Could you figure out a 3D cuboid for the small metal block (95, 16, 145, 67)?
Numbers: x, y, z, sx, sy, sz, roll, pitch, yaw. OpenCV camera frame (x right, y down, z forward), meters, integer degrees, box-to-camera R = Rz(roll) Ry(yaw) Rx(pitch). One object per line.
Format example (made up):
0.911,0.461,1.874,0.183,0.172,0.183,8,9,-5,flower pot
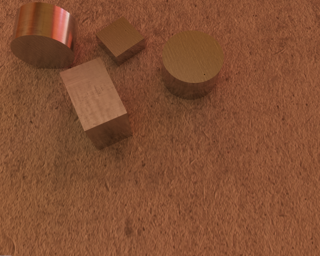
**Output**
-0.058,-0.127,0.454,0.050,0.025,0.050,-38,75,-13,small metal block

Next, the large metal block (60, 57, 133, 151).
-0.076,-0.027,0.388,0.050,0.080,0.080,-24,72,-9,large metal block

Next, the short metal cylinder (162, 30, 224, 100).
0.043,-0.086,0.427,0.081,0.050,0.080,0,70,0,short metal cylinder

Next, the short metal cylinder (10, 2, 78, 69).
-0.156,-0.123,0.422,0.081,0.080,0.050,0,70,0,short metal cylinder
